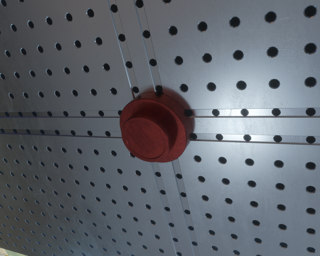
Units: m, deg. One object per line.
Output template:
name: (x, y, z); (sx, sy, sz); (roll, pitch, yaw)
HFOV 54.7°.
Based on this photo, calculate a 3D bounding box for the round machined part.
round machined part: (-0.011, 0.006, 0.408); (0.098, 0.042, 0.097); (13, 124, 20)
